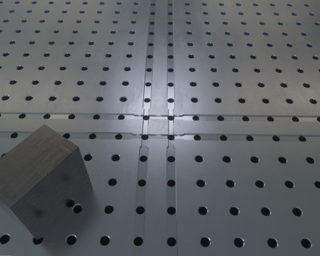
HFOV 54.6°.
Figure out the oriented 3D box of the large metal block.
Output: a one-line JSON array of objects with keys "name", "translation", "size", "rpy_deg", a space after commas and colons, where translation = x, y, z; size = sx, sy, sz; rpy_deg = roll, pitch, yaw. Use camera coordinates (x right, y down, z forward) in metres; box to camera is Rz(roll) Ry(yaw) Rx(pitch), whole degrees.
[{"name": "large metal block", "translation": [-0.124, 0.057, 0.323], "size": [0.050, 0.080, 0.080], "rpy_deg": [29, 56, 22]}]
